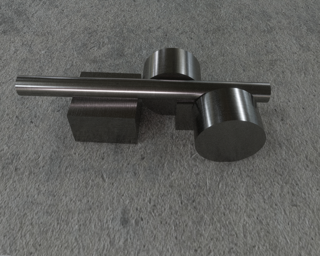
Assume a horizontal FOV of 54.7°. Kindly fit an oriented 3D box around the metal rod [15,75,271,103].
[{"bbox_3d":[-0.019,-0.048,0.378,0.302,0.025,0.025,2,50,-1],"label":"metal rod"}]

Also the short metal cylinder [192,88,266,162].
[{"bbox_3d":[0.080,-0.002,0.371,0.081,0.080,0.050,0,50,-1],"label":"short metal cylinder"}]

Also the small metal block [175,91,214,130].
[{"bbox_3d":[0.046,-0.022,0.406,0.050,0.050,0.025,1,50,0],"label":"small metal block"}]

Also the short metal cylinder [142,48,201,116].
[{"bbox_3d":[0.016,-0.061,0.421,0.081,0.080,0.050,2,50,1],"label":"short metal cylinder"}]

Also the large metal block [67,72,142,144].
[{"bbox_3d":[-0.067,-0.027,0.407,0.081,0.050,0.080,3,50,1],"label":"large metal block"}]
